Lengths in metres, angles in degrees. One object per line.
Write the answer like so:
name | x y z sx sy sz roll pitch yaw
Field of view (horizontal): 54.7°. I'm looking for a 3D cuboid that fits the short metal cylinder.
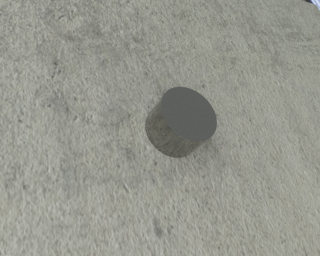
short metal cylinder | 0.027 -0.007 0.409 0.081 0.050 0.080 14 56 -21
